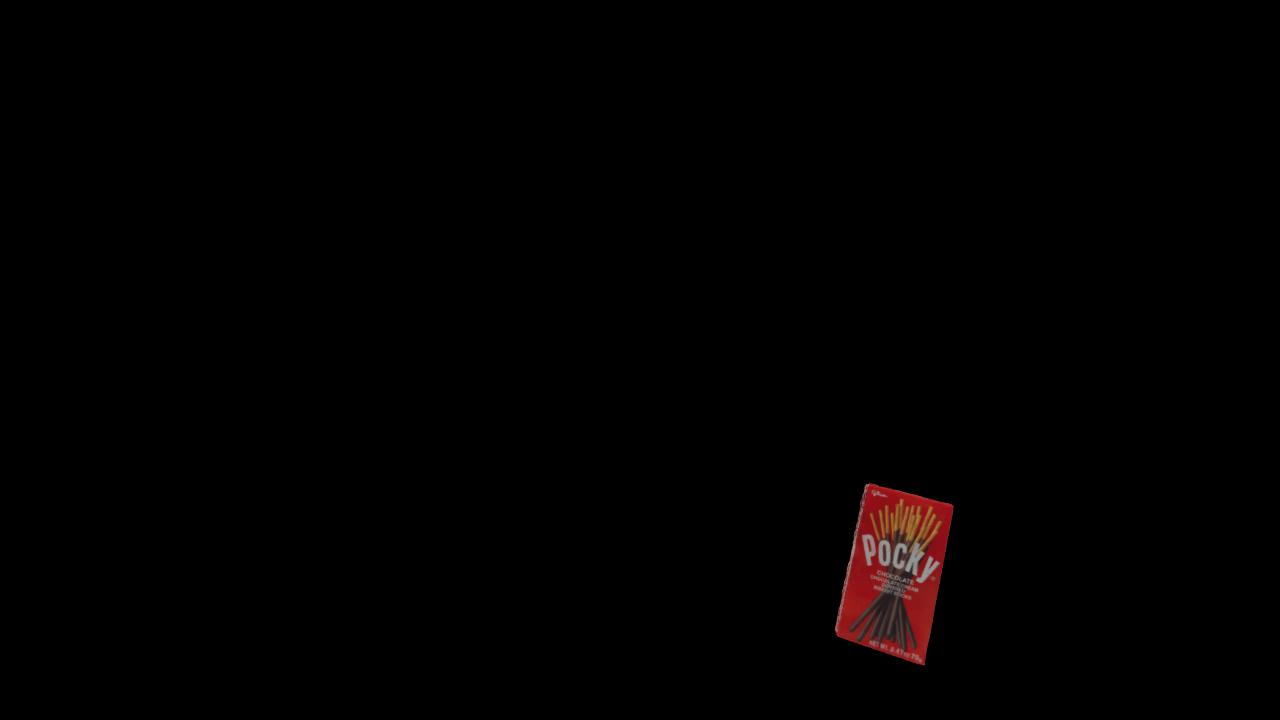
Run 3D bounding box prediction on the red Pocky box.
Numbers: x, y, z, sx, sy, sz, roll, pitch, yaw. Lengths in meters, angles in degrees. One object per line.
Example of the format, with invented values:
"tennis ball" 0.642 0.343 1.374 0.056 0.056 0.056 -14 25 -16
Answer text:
"red Pocky box" 0.250 0.207 0.606 0.083 0.155 0.028 12 -10 17
